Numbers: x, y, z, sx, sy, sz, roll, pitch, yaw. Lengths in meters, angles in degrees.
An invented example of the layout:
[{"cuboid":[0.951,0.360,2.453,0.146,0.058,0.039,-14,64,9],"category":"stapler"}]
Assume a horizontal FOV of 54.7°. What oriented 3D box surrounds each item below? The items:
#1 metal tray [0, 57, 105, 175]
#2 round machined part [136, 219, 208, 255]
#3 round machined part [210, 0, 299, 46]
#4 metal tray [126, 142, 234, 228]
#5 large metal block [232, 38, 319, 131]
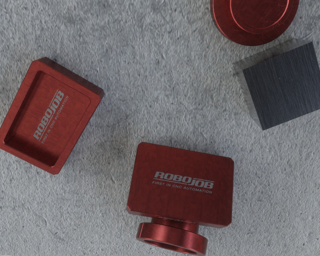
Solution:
[{"cuboid":[-0.142,-0.013,0.400,0.090,0.030,0.129,30,107,-11],"category":"metal tray"},{"cuboid":[0.019,0.146,0.437,0.099,0.042,0.098,12,155,6],"category":"round machined part"},{"cuboid":[0.109,-0.142,0.350,0.099,0.042,0.097,0,110,-1],"category":"round machined part"},{"cuboid":[0.028,0.075,0.406,0.131,0.030,0.090,11,66,-5],"category":"metal tray"},{"cuboid":[0.145,-0.054,0.379,0.080,0.050,0.080,-22,109,7],"category":"large metal block"}]
